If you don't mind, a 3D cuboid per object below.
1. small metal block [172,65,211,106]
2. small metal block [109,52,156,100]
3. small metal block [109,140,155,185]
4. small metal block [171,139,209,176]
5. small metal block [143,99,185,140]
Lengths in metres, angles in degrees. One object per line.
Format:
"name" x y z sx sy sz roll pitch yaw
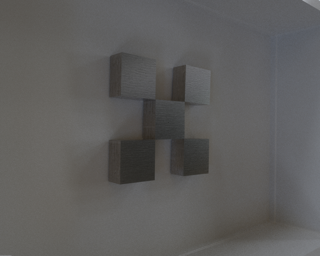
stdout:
"small metal block" 0.045 -0.059 0.441 0.050 0.025 0.050 3 88 -40
"small metal block" -0.033 -0.061 0.376 0.050 0.025 0.050 2 89 -40
"small metal block" -0.034 0.039 0.376 0.050 0.025 0.050 1 90 -40
"small metal block" 0.043 0.040 0.440 0.050 0.025 0.050 2 89 -40
"small metal block" 0.006 -0.010 0.408 0.050 0.025 0.050 1 90 -40
